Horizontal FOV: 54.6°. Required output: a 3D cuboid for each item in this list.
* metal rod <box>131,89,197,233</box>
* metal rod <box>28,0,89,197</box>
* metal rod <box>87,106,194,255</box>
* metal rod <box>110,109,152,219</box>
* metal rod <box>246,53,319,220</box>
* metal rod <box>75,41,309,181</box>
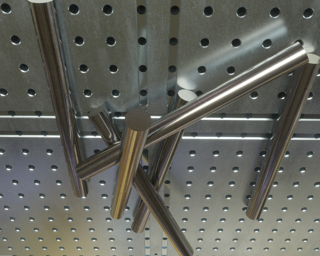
[{"bbox_3d":[-0.003,0.070,0.471,0.025,0.025,0.298,11,129,-9],"label":"metal rod"},{"bbox_3d":[-0.121,-0.013,0.399,0.025,0.025,0.298,1,130,-1],"label":"metal rod"},{"bbox_3d":[-0.018,0.096,0.461,0.025,0.025,0.299,-20,118,16],"label":"metal rod"},{"bbox_3d":[-0.047,0.069,0.411,0.025,0.025,0.299,8,148,-7],"label":"metal rod"},{"bbox_3d":[0.165,0.036,0.442,0.025,0.025,0.298,1,130,-1],"label":"metal rod"},{"bbox_3d":[0.023,-0.011,0.367,0.300,0.025,0.025,-29,125,17],"label":"metal rod"}]
